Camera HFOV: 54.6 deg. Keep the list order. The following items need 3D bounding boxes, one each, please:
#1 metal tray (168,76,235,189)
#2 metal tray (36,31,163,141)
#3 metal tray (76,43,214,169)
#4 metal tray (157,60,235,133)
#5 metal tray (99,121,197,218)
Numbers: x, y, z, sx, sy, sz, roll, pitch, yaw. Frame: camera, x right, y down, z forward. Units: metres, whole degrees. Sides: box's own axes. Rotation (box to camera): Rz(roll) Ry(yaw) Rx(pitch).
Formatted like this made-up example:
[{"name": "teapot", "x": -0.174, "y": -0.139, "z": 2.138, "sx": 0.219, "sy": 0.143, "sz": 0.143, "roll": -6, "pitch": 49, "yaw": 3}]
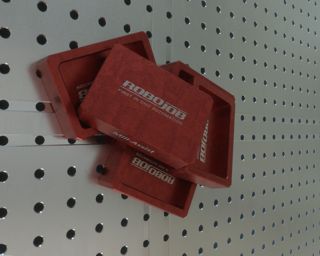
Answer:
[{"name": "metal tray", "x": 0.060, "y": 0.008, "z": 0.414, "sx": 0.090, "sy": 0.030, "sz": 0.130, "roll": 25, "pitch": 63, "yaw": -37}, {"name": "metal tray", "x": -0.059, "y": -0.051, "z": 0.355, "sx": 0.131, "sy": 0.030, "sz": 0.090, "roll": -28, "pitch": 107, "yaw": -36}, {"name": "metal tray", "x": -0.012, "y": -0.023, "z": 0.342, "sx": 0.131, "sy": 0.030, "sz": 0.090, "roll": 28, "pitch": 63, "yaw": -13}, {"name": "metal tray", "x": 0.050, "y": -0.027, "z": 0.445, "sx": 0.131, "sy": 0.030, "sz": 0.090, "roll": 24, "pitch": 75, "yaw": -36}, {"name": "metal tray", "x": -0.004, "y": 0.054, "z": 0.402, "sx": 0.130, "sy": 0.030, "sz": 0.090, "roll": 33, "pitch": 70, "yaw": -35}]
